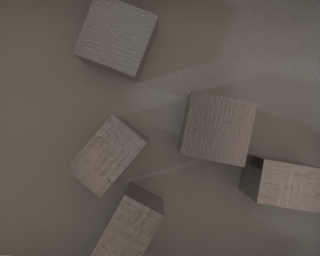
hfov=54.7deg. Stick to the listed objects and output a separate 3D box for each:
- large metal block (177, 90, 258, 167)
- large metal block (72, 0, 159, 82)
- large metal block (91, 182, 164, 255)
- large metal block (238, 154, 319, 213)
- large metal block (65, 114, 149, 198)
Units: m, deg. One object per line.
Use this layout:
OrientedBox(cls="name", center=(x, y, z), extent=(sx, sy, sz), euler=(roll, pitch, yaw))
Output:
OrientedBox(cls="large metal block", center=(0.071, 0.001, 0.400), extent=(0.080, 0.050, 0.080), euler=(11, 90, -1))
OrientedBox(cls="large metal block", center=(-0.054, -0.113, 0.398), extent=(0.080, 0.050, 0.080), euler=(21, 90, -1))
OrientedBox(cls="large metal block", center=(-0.037, 0.121, 0.384), extent=(0.050, 0.080, 0.080), euler=(29, 90, -1))
OrientedBox(cls="large metal block", center=(0.152, 0.066, 0.386), extent=(0.080, 0.080, 0.050), euler=(10, 90, -1))
OrientedBox(cls="large metal block", center=(-0.060, 0.031, 0.383), extent=(0.050, 0.080, 0.080), euler=(41, 90, -1))
